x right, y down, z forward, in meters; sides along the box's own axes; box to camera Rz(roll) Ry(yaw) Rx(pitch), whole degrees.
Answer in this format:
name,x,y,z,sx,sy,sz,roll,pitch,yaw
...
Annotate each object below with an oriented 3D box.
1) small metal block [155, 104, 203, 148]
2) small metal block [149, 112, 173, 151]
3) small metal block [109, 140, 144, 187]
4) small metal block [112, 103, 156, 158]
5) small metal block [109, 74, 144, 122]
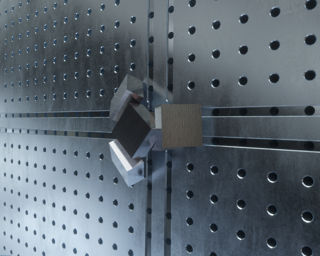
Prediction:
name,x,y,z,sx,sy,sz,roll,pitch,yaw
small metal block,0.022,-0.002,0.372,0.025,0.050,0.050,172,96,-72
small metal block,-0.010,0.003,0.419,0.050,0.025,0.050,2,94,40
small metal block,-0.046,0.046,0.432,0.050,0.025,0.050,53,158,27
small metal block,-0.029,0.003,0.402,0.050,0.025,0.050,49,118,28
small metal block,-0.047,-0.040,0.433,0.050,0.025,0.050,-54,23,26
